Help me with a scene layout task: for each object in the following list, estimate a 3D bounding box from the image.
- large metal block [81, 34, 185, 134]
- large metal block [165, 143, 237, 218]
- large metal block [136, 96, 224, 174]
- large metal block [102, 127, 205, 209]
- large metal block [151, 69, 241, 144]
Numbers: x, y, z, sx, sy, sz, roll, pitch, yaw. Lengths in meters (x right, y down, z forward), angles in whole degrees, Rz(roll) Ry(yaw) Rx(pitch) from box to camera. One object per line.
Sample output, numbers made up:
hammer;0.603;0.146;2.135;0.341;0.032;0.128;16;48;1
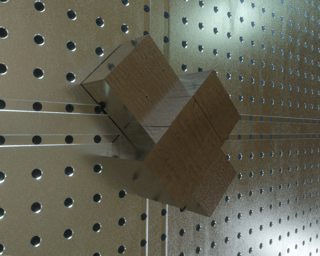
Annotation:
large metal block;-0.029;-0.050;0.367;0.080;0.050;0.080;-52;121;-26
large metal block;0.054;0.065;0.441;0.080;0.050;0.080;-51;120;-27
large metal block;0.019;0.009;0.392;0.050;0.080;0.080;-52;121;-27
large metal block;-0.008;0.044;0.369;0.050;0.080;0.080;-52;121;-27
large metal block;0.047;-0.026;0.416;0.050;0.080;0.080;-52;121;-27
